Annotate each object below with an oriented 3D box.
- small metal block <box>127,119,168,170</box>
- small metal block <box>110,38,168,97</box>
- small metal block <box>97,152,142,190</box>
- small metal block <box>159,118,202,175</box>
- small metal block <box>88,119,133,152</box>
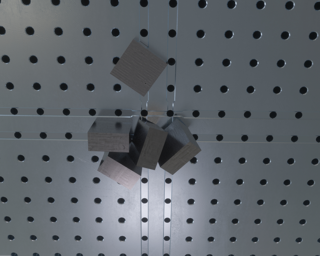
[{"bbox_3d":[-0.017,0.020,0.400,0.025,0.050,0.050,17,96,-21],"label":"small metal block"},{"bbox_3d":[-0.026,-0.076,0.385,0.050,0.025,0.050,34,106,-12],"label":"small metal block"},{"bbox_3d":[-0.052,0.049,0.418,0.050,0.050,0.025,33,107,-12],"label":"small metal block"},{"bbox_3d":[0.019,0.024,0.406,0.050,0.050,0.025,-43,128,14],"label":"small metal block"},{"bbox_3d":[-0.063,0.009,0.403,0.050,0.050,0.025,2,110,-1],"label":"small metal block"}]
